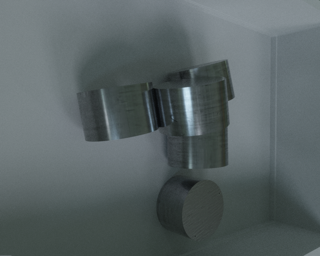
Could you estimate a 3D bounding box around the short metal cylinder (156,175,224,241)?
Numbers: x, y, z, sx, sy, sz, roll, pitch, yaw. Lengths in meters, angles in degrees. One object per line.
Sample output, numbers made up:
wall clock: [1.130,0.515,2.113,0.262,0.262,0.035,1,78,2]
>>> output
short metal cylinder: [0.042,0.108,0.426,0.081,0.050,0.080,0,90,-40]

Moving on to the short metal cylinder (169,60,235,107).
short metal cylinder: [0.056,-0.059,0.417,0.081,0.080,0.050,-23,105,-38]

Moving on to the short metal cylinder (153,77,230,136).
short metal cylinder: [0.035,-0.026,0.346,0.081,0.080,0.050,-19,108,-38]

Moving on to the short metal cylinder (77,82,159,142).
short metal cylinder: [-0.044,-0.019,0.333,0.081,0.080,0.050,-15,100,-39]

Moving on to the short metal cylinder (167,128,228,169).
short metal cylinder: [0.050,0.023,0.412,0.081,0.080,0.050,-2,92,-40]
